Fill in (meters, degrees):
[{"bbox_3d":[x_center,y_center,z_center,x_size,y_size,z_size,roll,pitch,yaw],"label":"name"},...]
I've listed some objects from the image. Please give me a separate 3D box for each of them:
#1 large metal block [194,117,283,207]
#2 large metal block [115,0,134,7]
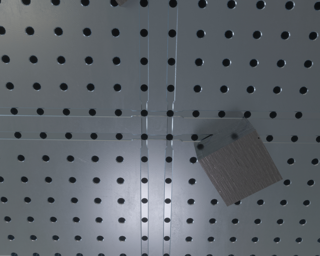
[{"bbox_3d":[0.103,0.045,0.417,0.080,0.050,0.080,-30,108,10],"label":"large metal block"},{"bbox_3d":[-0.033,-0.188,0.330,0.080,0.050,0.080,-34,107,11],"label":"large metal block"}]
